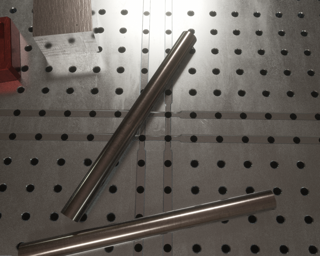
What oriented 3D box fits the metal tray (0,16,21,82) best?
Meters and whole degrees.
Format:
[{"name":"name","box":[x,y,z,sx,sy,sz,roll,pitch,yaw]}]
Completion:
[{"name":"metal tray","box":[-0.274,-0.106,0.444,0.131,0.030,0.090,-10,70,-4]}]

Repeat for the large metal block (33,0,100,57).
[{"name":"large metal block","box":[-0.136,-0.155,0.454,0.081,0.050,0.080,-7,70,-3]}]

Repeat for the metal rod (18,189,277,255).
[{"name":"metal rod","box":[-0.010,0.117,0.368,0.302,0.025,0.025,-11,71,-5]}]

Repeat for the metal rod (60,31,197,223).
[{"name":"metal rod","box":[-0.032,-0.014,0.416,0.025,0.025,0.300,29,72,10]}]
